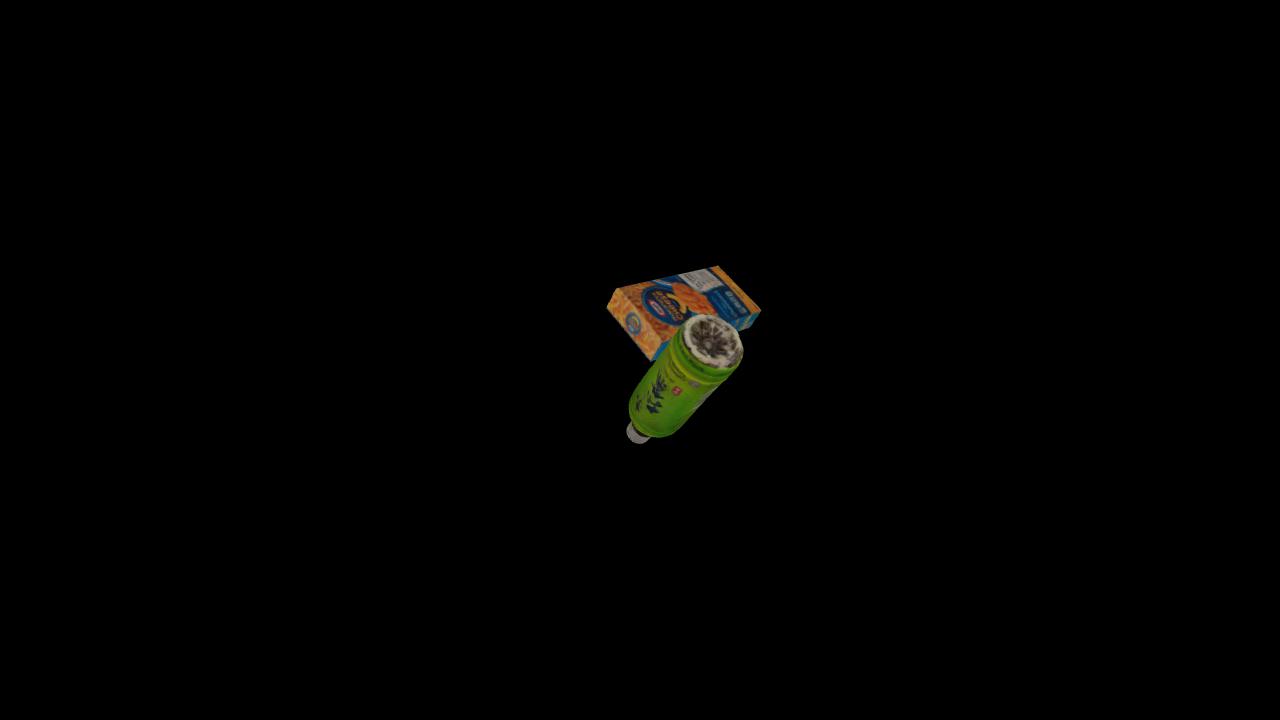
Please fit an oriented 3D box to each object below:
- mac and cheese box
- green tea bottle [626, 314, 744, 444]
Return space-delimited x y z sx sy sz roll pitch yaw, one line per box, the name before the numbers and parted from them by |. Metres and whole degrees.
mac and cheese box | 0.058 -0.063 0.764 0.184 0.093 0.041 -19 -29 -40
green tea bottle | 0.035 0.036 0.675 0.073 0.073 0.212 0 -34 -24
